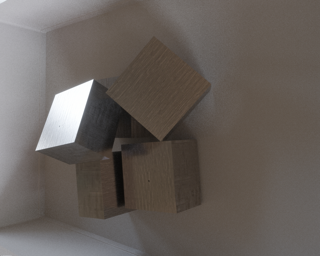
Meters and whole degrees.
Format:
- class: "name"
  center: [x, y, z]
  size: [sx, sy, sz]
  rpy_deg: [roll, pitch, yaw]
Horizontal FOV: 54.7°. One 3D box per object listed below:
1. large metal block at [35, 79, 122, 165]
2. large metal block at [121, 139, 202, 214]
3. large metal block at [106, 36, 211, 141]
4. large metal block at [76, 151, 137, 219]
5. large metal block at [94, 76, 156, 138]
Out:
- class: "large metal block"
  center: [-0.098, -0.004, 0.382]
  size: [0.080, 0.050, 0.080]
  rpy_deg: [-12, 57, 39]
- class: "large metal block"
  center: [0.001, 0.057, 0.383]
  size: [0.080, 0.050, 0.080]
  rpy_deg: [-7, 86, 39]
- class: "large metal block"
  center: [0.001, -0.042, 0.353]
  size: [0.080, 0.050, 0.080]
  rpy_deg: [42, 95, 6]
- class: "large metal block"
  center: [-0.063, 0.072, 0.419]
  size: [0.050, 0.081, 0.080]
  rpy_deg: [-8, 85, 39]
- class: "large metal block"
  center: [-0.051, -0.027, 0.428]
  size: [0.080, 0.050, 0.079]
  rpy_deg: [-1, 89, 39]
